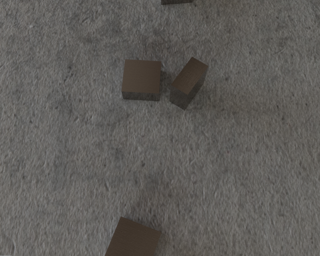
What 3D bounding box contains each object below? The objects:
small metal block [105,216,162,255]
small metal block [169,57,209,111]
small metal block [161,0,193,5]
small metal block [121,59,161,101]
[{"bbox_3d":[-0.031,0.136,0.358,0.050,0.025,0.050,20,71,6],"label":"small metal block"},{"bbox_3d":[0.038,-0.059,0.417,0.025,0.050,0.050,33,73,11],"label":"small metal block"},{"bbox_3d":[0.024,-0.226,0.491,0.050,0.025,0.050,-5,70,-3],"label":"small metal block"},{"bbox_3d":[-0.025,-0.066,0.432,0.050,0.025,0.050,3,70,1],"label":"small metal block"}]
